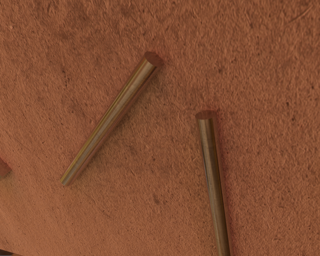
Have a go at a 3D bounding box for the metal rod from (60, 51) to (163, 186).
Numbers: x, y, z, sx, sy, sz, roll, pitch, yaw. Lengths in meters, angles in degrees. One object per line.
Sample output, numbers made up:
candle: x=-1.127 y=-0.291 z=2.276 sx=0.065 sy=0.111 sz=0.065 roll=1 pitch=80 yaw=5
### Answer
metal rod: x=-0.085 y=0.006 z=0.453 sx=0.025 sy=0.025 sz=0.298 roll=42 pitch=129 yaw=-1

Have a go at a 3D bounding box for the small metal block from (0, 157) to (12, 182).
small metal block: x=-0.339 y=0.084 z=0.633 sx=0.050 sy=0.025 sz=0.050 roll=48 pitch=128 yaw=-6

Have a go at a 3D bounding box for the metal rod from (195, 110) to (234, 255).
metal rod: x=0.083 y=0.115 z=0.433 sx=0.025 sy=0.025 sz=0.298 roll=2 pitch=120 yaw=27
